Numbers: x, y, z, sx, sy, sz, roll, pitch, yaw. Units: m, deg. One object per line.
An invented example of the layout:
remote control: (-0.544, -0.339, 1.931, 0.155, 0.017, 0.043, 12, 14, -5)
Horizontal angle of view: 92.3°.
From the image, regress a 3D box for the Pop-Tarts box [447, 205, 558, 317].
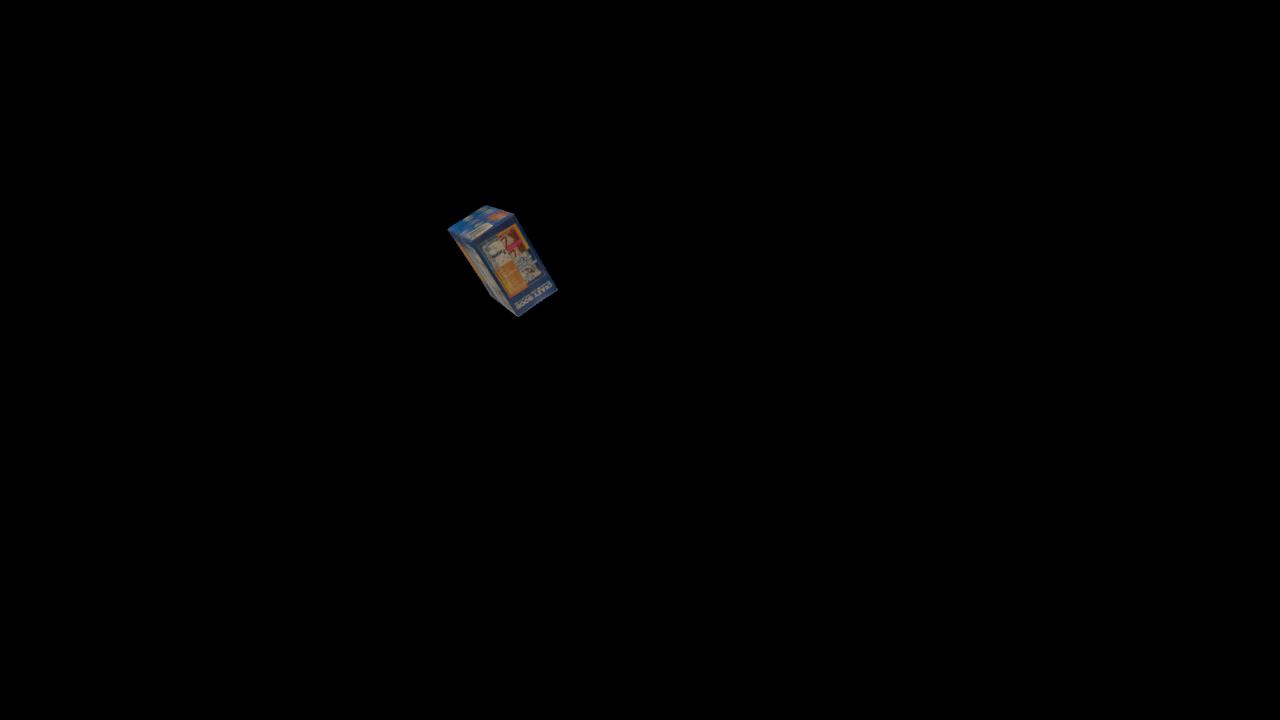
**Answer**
Pop-Tarts box: (-0.225, -0.165, 0.999, 0.083, 0.141, 0.167, -36, 30, -13)
